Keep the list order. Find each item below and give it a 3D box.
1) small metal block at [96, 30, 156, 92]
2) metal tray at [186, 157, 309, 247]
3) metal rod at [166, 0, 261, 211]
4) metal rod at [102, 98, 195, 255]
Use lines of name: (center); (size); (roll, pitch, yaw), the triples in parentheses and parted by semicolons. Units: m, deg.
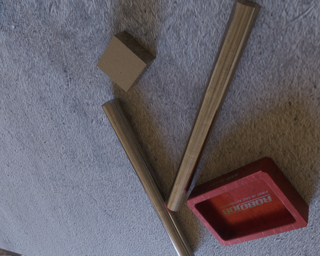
small metal block: (-0.042, -0.081, 0.379); (0.050, 0.025, 0.050); (42, 129, -1)
metal tray: (0.111, 0.102, 0.407); (0.130, 0.030, 0.090); (-33, 100, 38)
metal rod: (0.052, -0.001, 0.378); (0.025, 0.025, 0.298); (25, 127, 13)
metal rod: (-0.010, 0.093, 0.469); (0.025, 0.025, 0.299); (-12, 113, 33)
